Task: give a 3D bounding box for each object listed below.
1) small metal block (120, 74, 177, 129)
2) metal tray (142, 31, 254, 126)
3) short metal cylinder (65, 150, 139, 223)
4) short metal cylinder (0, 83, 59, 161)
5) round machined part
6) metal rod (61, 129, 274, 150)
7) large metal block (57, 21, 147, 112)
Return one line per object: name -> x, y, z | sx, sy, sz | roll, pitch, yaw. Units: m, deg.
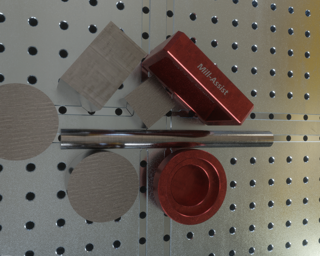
small metal block -> -0.016, -0.034, 0.407 | 0.050, 0.025, 0.050 | -41, 103, -15
metal tray -> 0.045, -0.056, 0.394 | 0.130, 0.090, 0.030 | 42, 77, -15
short metal cylinder -> -0.071, 0.066, 0.373 | 0.081, 0.050, 0.080 | 0, 90, -20
short metal cylinder -> -0.155, -0.006, 0.341 | 0.081, 0.050, 0.080 | 0, 90, -20
round machined part -> 0.037, 0.076, 0.417 | 0.099, 0.042, 0.097 | 0, 90, -20
metal rod -> 0.024, 0.015, 0.421 | 0.302, 0.025, 0.025 | 1, 90, -20
large metal block -> -0.070, -0.066, 0.357 | 0.050, 0.080, 0.080 | 41, 77, -16
